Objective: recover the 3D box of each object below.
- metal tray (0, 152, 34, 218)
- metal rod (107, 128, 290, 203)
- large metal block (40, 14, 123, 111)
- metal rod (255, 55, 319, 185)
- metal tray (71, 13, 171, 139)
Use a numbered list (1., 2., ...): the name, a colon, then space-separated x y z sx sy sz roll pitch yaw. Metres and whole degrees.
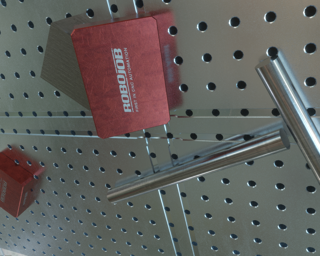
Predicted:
1. metal tray: -0.317 0.122 0.647 0.090 0.030 0.129 34 129 5
2. metal rod: 0.030 0.063 0.433 0.299 0.025 0.025 -25 105 36
3. large metal block: -0.096 -0.083 0.393 0.080 0.050 0.079 34 129 5
4. metal rod: 0.188 0.055 0.345 0.025 0.025 0.299 -24 106 36
5. metal tray: -0.042 -0.058 0.360 0.091 0.030 0.129 -14 118 -9
